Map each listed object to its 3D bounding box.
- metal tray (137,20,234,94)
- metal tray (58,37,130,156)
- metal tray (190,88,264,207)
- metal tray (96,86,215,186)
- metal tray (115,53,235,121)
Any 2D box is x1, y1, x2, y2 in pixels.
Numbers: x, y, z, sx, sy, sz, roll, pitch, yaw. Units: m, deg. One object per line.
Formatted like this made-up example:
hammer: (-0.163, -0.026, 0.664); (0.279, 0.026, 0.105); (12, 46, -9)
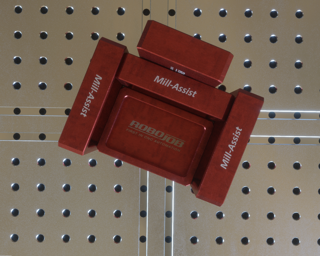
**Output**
metal tray: (0.025, -0.075, 0.360); (0.090, 0.130, 0.030); (22, 91, 0)
metal tray: (-0.074, -0.035, 0.380); (0.030, 0.090, 0.130); (22, 90, 0)
metal tray: (0.077, 0.021, 0.381); (0.030, 0.090, 0.129); (22, 90, 0)
metal tray: (-0.006, 0.011, 0.410); (0.131, 0.030, 0.090); (22, 90, -1)
metal tray: (0.017, -0.046, 0.381); (0.131, 0.090, 0.030); (22, 91, -1)
